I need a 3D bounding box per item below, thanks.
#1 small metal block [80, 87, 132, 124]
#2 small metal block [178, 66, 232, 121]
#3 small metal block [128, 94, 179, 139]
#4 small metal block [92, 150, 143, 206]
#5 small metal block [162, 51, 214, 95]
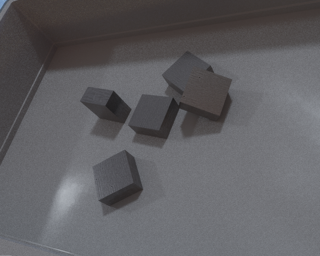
[{"bbox_3d":[-0.078,-0.033,0.451,0.050,0.050,0.025,12,68,33],"label":"small metal block"},{"bbox_3d":[0.056,-0.042,0.385,0.050,0.025,0.050,20,76,3],"label":"small metal block"},{"bbox_3d":[-0.008,-0.016,0.420,0.050,0.025,0.050,10,66,32],"label":"small metal block"},{"bbox_3d":[-0.055,0.064,0.396,0.050,0.025,0.050,-28,52,10],"label":"small metal block"},{"bbox_3d":[0.040,-0.072,0.429,0.050,0.025,0.050,-44,51,-3],"label":"small metal block"}]
